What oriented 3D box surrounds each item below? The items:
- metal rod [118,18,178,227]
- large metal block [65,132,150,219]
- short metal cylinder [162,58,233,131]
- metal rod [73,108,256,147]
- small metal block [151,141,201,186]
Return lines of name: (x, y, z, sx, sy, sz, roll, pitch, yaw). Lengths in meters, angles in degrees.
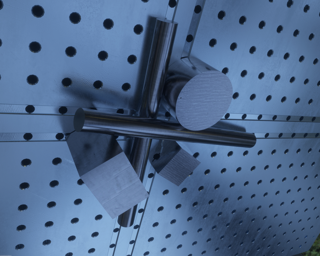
metal rod: (-0.022, 0.012, 0.408, 0.025, 0.025, 0.298, -2, 119, -28)
large metal block: (-0.063, 0.046, 0.369, 0.050, 0.080, 0.080, -31, 129, -9)
short metal cylinder: (0.044, -0.043, 0.394, 0.081, 0.050, 0.079, -14, 125, -21)
metal rod: (0.033, 0.006, 0.410, 0.302, 0.025, 0.025, 7, 115, -40)
small metal block: (0.024, 0.052, 0.460, 0.050, 0.025, 0.050, -48, 129, 5)
